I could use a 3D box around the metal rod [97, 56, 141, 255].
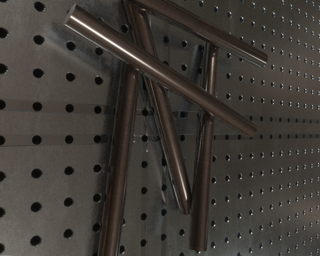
[{"bbox_3d":[-0.050,0.058,0.368,0.025,0.025,0.298,11,83,-40],"label":"metal rod"}]

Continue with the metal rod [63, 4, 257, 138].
[{"bbox_3d":[0.023,-0.055,0.390,0.301,0.025,0.025,27,73,-32],"label":"metal rod"}]

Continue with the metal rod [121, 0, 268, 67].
[{"bbox_3d":[0.058,-0.136,0.426,0.302,0.025,0.025,11,83,-40],"label":"metal rod"}]

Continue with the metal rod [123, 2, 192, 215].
[{"bbox_3d":[0.003,-0.022,0.413,0.025,0.025,0.298,-25,106,-38],"label":"metal rod"}]

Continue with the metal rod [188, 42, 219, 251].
[{"bbox_3d":[0.065,0.016,0.444,0.025,0.025,0.299,17,73,-39],"label":"metal rod"}]
